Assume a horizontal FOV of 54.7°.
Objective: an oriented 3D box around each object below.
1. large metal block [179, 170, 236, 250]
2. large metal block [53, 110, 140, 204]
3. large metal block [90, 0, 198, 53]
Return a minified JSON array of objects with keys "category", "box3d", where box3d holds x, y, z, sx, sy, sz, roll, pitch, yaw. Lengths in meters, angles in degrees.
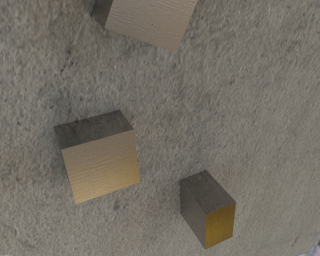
[{"category":"large metal block","box3d":[0.073,0.128,0.493,0.050,0.080,0.079,-17,126,-19]},{"category":"large metal block","box3d":[-0.074,0.033,0.372,0.081,0.050,0.079,-16,125,-20]},{"category":"large metal block","box3d":[-0.012,-0.130,0.305,0.081,0.050,0.079,10,113,-33]}]
